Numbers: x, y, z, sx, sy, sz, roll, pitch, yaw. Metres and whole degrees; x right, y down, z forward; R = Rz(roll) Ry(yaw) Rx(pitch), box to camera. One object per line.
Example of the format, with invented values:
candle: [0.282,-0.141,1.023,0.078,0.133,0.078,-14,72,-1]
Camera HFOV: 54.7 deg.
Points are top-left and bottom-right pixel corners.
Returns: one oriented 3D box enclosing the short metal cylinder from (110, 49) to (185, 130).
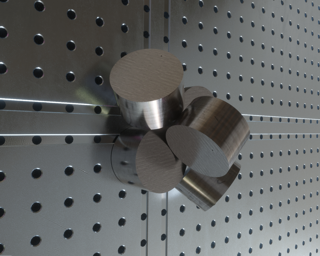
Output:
short metal cylinder: [-0.012,-0.045,0.355,0.080,0.080,0.050,-54,156,-27]

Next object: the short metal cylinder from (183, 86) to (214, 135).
short metal cylinder: [0.036,-0.015,0.424,0.081,0.050,0.079,0,90,-40]

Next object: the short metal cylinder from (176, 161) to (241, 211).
short metal cylinder: [0.064,0.065,0.420,0.050,0.080,0.080,39,61,6]

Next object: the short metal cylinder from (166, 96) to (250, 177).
short metal cylinder: [0.054,0.010,0.354,0.050,0.080,0.080,-49,120,-29]

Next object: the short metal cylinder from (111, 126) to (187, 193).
short metal cylinder: [-0.012,0.037,0.384,0.081,0.050,0.079,0,90,-40]
